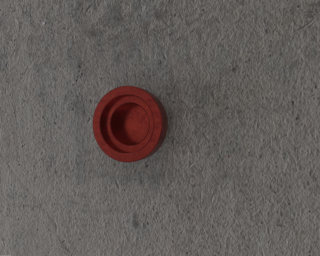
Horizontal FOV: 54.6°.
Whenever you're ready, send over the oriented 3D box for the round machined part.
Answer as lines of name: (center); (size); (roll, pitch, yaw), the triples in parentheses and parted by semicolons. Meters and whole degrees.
round machined part: (-0.036, -0.005, 0.413); (0.098, 0.042, 0.097); (0, 90, 20)
